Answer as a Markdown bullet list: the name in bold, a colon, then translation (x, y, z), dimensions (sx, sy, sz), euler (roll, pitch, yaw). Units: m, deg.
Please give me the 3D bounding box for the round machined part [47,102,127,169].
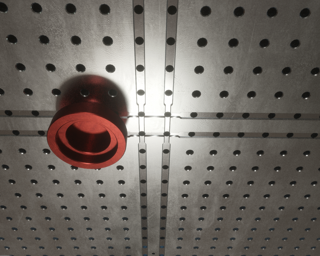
- **round machined part**: translation (-0.091, 0.006, 0.404), dimensions (0.099, 0.042, 0.097), euler (-1, 130, 0)
